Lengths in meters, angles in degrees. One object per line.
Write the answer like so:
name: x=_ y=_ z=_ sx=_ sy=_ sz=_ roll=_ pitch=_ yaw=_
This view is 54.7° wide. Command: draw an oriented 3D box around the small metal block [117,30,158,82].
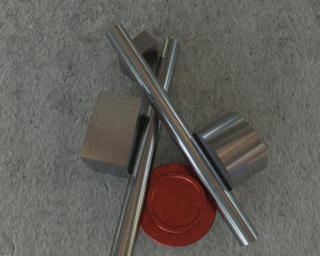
small metal block: x=-0.030 y=-0.099 z=0.432 sx=0.050 sy=0.050 sz=0.025 roll=-43 pitch=76 yaw=-14

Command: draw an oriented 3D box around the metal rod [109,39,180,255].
metal rod: x=-0.012 y=0.009 z=0.390 sx=0.025 sy=0.025 sz=0.300 roll=11 pitch=64 yaw=4

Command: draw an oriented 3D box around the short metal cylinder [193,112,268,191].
short metal cylinder: x=0.082 y=0.028 z=0.371 sx=0.050 sy=0.080 sz=0.080 roll=-31 pitch=73 yaw=-11

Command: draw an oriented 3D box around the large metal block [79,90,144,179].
large metal block: x=-0.053 y=0.011 z=0.375 sx=0.050 sy=0.080 sz=0.080 roll=11 pitch=70 yaw=4

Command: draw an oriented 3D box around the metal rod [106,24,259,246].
metal rod: x=0.022 y=0.002 z=0.372 sx=0.025 sy=0.025 sz=0.299 roll=-31 pitch=82 yaw=-11

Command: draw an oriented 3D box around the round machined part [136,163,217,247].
round machined part: x=0.019 y=0.090 z=0.368 sx=0.099 sy=0.042 sz=0.098 roll=0 pitch=70 yaw=-1
